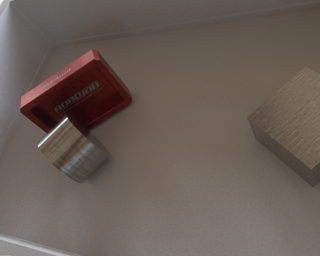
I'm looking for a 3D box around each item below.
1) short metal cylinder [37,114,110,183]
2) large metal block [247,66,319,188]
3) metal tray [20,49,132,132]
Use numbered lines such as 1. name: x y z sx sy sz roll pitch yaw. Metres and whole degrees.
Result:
1. short metal cylinder: -0.113 0.027 0.411 0.050 0.080 0.080 -46 51 -4
2. large metal block: 0.151 -0.002 0.312 0.080 0.050 0.080 -41 51 0
3. metal tray: -0.118 -0.041 0.446 0.130 0.090 0.030 -32 42 7
